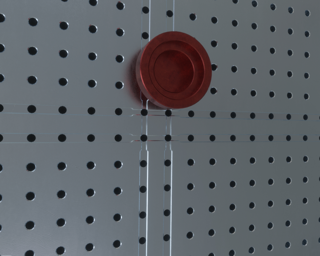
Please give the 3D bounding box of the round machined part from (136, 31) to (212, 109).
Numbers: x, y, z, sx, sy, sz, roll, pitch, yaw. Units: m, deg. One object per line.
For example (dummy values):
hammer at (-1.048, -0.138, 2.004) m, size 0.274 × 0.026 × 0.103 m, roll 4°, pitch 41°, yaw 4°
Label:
round machined part at (0.015, -0.073, 0.409) m, size 0.099 × 0.042 × 0.097 m, roll 0°, pitch 90°, yaw -20°
